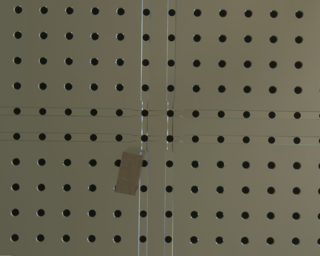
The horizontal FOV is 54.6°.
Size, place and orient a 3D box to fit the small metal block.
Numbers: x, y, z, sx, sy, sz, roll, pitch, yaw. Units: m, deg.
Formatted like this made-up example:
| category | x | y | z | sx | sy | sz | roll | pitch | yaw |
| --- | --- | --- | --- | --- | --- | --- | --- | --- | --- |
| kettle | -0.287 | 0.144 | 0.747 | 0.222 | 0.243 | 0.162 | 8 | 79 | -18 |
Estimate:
| category | x | y | z | sx | sy | sz | roll | pitch | yaw |
| --- | --- | --- | --- | --- | --- | --- | --- | --- | --- |
| small metal block | -0.038 | 0.055 | 0.401 | 0.025 | 0.050 | 0.050 | 11 | 90 | 0 |
